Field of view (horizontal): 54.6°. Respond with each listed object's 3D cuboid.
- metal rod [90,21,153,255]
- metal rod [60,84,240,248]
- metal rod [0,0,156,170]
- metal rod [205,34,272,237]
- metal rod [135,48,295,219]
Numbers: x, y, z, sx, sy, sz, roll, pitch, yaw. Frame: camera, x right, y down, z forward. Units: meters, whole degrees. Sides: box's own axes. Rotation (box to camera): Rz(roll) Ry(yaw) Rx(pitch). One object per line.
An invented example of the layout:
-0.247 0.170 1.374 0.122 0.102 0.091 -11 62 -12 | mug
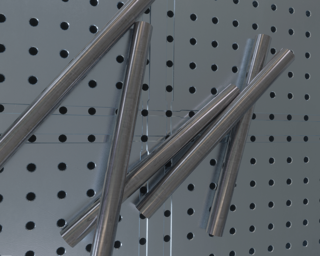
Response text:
-0.045 0.012 0.378 0.025 0.025 0.299 13 79 -20 | metal rod
-0.001 0.040 0.411 0.301 0.025 0.025 -40 103 -16 | metal rod
-0.104 -0.065 0.373 0.025 0.025 0.300 42 77 -15 | metal rod
0.116 0.007 0.455 0.025 0.025 0.299 18 84 -19 | metal rod
0.080 0.003 0.424 0.300 0.025 0.025 -46 105 -8 | metal rod
